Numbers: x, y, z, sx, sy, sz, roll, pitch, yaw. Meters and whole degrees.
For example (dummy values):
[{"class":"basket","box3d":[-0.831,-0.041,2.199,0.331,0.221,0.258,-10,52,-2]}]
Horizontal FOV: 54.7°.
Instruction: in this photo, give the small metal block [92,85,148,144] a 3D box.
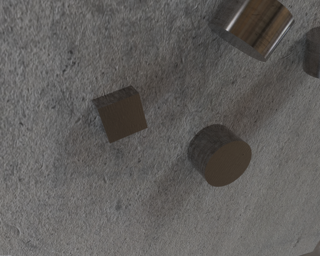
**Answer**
[{"class":"small metal block","box3d":[-0.047,-0.016,0.371,0.050,0.025,0.050,-23,127,-15]}]

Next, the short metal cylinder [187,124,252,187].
[{"class":"short metal cylinder","box3d":[0.089,0.041,0.464,0.081,0.050,0.079,-14,124,-21]}]

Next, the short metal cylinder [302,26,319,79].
[{"class":"short metal cylinder","box3d":[0.249,-0.109,0.440,0.081,0.080,0.050,-22,127,-15]}]

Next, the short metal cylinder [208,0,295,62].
[{"class":"short metal cylinder","box3d":[0.102,-0.119,0.354,0.080,0.080,0.050,24,105,-37]}]
